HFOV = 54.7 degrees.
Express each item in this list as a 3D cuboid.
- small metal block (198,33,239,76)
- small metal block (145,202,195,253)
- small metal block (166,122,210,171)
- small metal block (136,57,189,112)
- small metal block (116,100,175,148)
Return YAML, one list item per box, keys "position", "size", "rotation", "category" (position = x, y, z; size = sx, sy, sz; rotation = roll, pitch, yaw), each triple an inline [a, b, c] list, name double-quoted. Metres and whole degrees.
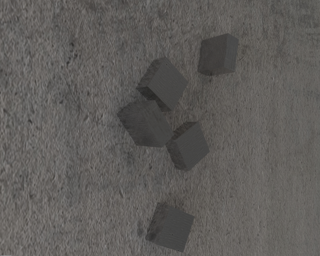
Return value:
- position: [0.086, -0.107, 0.460]
  size: [0.025, 0.050, 0.050]
  rotation: [13, 82, -39]
  category: "small metal block"
- position: [0.014, 0.134, 0.417]
  size: [0.050, 0.025, 0.050]
  rotation: [33, 70, -35]
  category: "small metal block"
- position: [0.038, 0.025, 0.436]
  size: [0.050, 0.025, 0.050]
  rotation: [-37, 113, -34]
  category: "small metal block"
- position: [0.004, -0.056, 0.408]
  size: [0.050, 0.025, 0.050]
  rotation: [43, 64, -32]
  category: "small metal block"
- position: [-0.018, -0.005, 0.373]
  size: [0.025, 0.050, 0.050]
  rotation: [-45, 117, -31]
  category: "small metal block"
